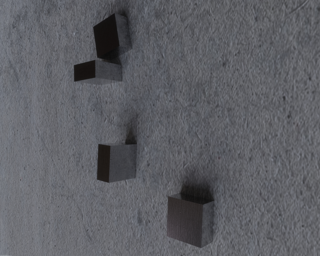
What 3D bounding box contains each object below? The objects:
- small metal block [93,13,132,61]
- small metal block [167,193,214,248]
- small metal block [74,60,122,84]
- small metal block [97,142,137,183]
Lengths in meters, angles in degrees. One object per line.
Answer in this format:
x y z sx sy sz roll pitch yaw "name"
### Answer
-0.071 -0.135 0.464 0.050 0.025 0.050 -15 81 39 "small metal block"
0.036 0.110 0.375 0.050 0.025 0.050 4 92 40 "small metal block"
-0.093 -0.082 0.466 0.050 0.050 0.025 -2 89 40 "small metal block"
-0.060 0.047 0.439 0.025 0.050 0.050 5 93 40 "small metal block"
